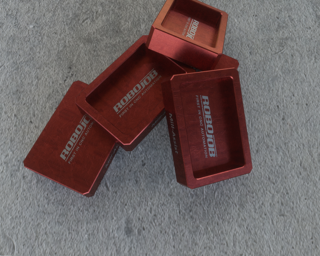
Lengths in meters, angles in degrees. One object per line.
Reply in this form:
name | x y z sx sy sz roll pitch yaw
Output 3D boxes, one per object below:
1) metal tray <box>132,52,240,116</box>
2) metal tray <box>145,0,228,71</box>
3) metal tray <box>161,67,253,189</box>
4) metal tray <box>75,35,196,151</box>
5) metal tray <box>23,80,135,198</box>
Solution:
metal tray | 0.033 -0.077 0.435 0.130 0.030 0.090 26 72 8
metal tray | 0.041 -0.135 0.420 0.090 0.030 0.130 22 44 -3
metal tray | 0.057 -0.002 0.372 0.091 0.030 0.129 -11 94 -21
metal tray | -0.028 -0.046 0.391 0.090 0.030 0.130 40 74 13
metal tray | -0.099 0.012 0.400 0.090 0.030 0.130 23 71 8
